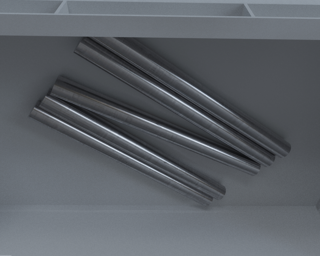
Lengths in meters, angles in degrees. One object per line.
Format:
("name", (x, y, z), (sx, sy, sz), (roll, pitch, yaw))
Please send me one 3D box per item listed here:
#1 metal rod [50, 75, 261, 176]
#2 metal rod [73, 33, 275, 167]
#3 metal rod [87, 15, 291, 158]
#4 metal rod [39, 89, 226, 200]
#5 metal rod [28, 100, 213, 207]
("metal rod", (0.008, 0.004, 0.411), (0.302, 0.025, 0.025), (23, 127, -19))
("metal rod", (0.035, -0.023, 0.388), (0.301, 0.025, 0.025), (29, 124, -23))
("metal rod", (0.052, -0.037, 0.376), (0.301, 0.025, 0.025), (29, 124, -23))
("metal rod", (-0.022, 0.033, 0.436), (0.301, 0.025, 0.025), (31, 124, -24))
("metal rod", (-0.040, 0.047, 0.447), (0.301, 0.025, 0.025), (31, 124, -24))
